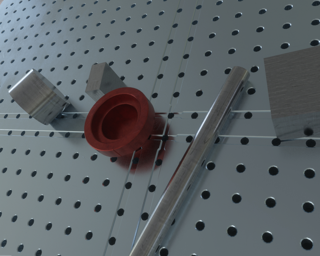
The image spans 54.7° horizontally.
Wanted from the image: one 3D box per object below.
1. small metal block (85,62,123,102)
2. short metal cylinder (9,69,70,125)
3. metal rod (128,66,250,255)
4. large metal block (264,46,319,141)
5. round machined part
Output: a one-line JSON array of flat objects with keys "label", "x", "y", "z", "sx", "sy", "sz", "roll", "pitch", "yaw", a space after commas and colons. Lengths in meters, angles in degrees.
[{"label": "small metal block", "x": -0.084, "y": -0.064, "z": 0.474, "sx": 0.025, "sy": 0.050, "sz": 0.050, "roll": -7, "pitch": 59, "yaw": 24}, {"label": "short metal cylinder", "x": -0.194, "y": -0.050, "z": 0.503, "sx": 0.050, "sy": 0.080, "sz": 0.080, "roll": -45, "pitch": 51, "yaw": -3}, {"label": "metal rod", "x": 0.030, "y": 0.053, "z": 0.358, "sx": 0.025, "sy": 0.025, "sz": 0.300, "roll": 20, "pitch": 72, "yaw": 35}, {"label": "large metal block", "x": 0.160, "y": -0.038, "z": 0.331, "sx": 0.080, "sy": 0.050, "sz": 0.080, "roll": -9, "pitch": 58, "yaw": 23}, {"label": "round machined part", "x": -0.051, "y": -0.004, "z": 0.425, "sx": 0.098, "sy": 0.042, "sz": 0.098, "roll": -13, "pitch": 56, "yaw": 20}]
